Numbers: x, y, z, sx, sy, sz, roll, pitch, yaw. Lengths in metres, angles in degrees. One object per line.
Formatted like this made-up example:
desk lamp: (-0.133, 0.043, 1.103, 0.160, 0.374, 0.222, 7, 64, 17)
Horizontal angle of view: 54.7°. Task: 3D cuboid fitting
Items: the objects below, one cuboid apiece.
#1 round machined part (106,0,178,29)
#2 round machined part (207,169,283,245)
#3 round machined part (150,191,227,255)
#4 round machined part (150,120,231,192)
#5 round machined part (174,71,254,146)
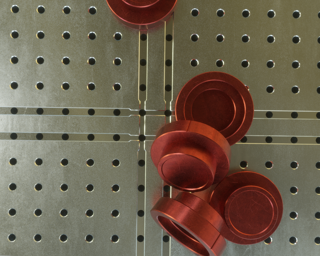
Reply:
round machined part: (-0.024, -0.184, 0.404, 0.099, 0.042, 0.097, 0, 90, -1)
round machined part: (0.114, 0.106, 0.407, 0.099, 0.042, 0.097, 0, 90, -1)
round machined part: (0.040, 0.116, 0.382, 0.098, 0.098, 0.042, 41, 65, -1)
round machined part: (0.035, 0.041, 0.378, 0.098, 0.042, 0.097, 11, 133, 12)
round machined part: (0.068, -0.022, 0.406, 0.099, 0.042, 0.097, 0, 90, -1)
